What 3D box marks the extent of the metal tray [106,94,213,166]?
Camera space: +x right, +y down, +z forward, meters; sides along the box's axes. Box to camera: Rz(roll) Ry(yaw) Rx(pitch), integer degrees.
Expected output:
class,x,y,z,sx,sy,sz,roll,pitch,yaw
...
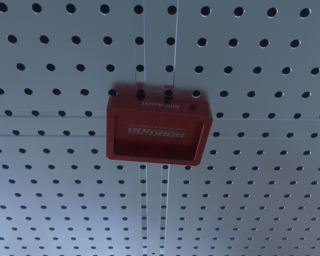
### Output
class,x,y,z,sx,sy,sz,roll,pitch,yaw
metal tray,-0.004,0.006,0.412,0.131,0.030,0.089,5,130,-5
